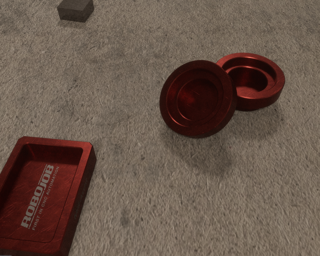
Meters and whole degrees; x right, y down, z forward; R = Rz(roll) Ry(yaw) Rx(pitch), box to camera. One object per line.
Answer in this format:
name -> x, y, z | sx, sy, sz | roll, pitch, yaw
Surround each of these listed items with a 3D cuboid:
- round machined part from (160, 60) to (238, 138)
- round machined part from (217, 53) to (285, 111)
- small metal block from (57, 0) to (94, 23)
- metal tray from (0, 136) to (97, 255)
round machined part -> 0.052, -0.034, 0.401 | 0.098, 0.042, 0.098 | -7, 75, 29
round machined part -> 0.123, -0.062, 0.446 | 0.099, 0.042, 0.098 | 0, 50, 0
small metal block -> -0.161, -0.229, 0.594 | 0.050, 0.025, 0.050 | 10, 51, 8
metal tray -> -0.130, 0.071, 0.337 | 0.091, 0.030, 0.130 | 5, 50, 4
